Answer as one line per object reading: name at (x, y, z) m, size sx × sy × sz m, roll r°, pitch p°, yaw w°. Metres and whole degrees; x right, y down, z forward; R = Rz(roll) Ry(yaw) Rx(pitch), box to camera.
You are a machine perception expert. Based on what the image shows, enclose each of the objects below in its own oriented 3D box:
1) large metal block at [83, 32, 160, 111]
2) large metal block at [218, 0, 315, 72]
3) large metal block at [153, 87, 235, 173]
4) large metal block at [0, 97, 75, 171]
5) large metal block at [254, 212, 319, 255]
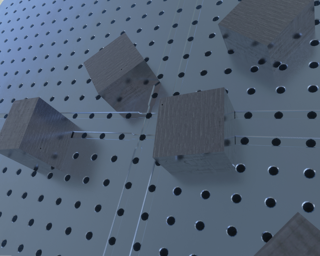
large metal block at (-0.060, -0.086, 0.475) m, size 0.080 × 0.050 × 0.080 m, roll -35°, pitch 52°, yaw 5°
large metal block at (0.137, -0.131, 0.400) m, size 0.080 × 0.050 × 0.080 m, roll -46°, pitch 51°, yaw -4°
large metal block at (0.043, 0.005, 0.366) m, size 0.080 × 0.050 × 0.080 m, roll -7°, pitch 58°, yaw 24°
large metal block at (-0.182, 0.012, 0.459) m, size 0.050 × 0.080 × 0.080 m, roll -5°, pitch 60°, yaw 26°
large metal block at (0.123, 0.120, 0.235) m, size 0.050 × 0.080 × 0.080 m, roll -44°, pitch 51°, yaw -2°
